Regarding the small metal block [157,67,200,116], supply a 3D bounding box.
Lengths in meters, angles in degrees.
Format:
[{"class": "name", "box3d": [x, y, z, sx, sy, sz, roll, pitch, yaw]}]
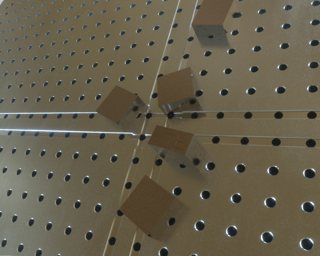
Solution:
[{"class": "small metal block", "box3d": [0.025, -0.050, 0.425, 0.050, 0.025, 0.050, -16, 55, 19]}]

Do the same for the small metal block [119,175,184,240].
[{"class": "small metal block", "box3d": [-0.010, 0.091, 0.357, 0.050, 0.025, 0.050, 30, 78, 37]}]

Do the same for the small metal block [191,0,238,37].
[{"class": "small metal block", "box3d": [0.083, -0.165, 0.465, 0.050, 0.025, 0.050, 13, 68, 33]}]

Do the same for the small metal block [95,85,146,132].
[{"class": "small metal block", "box3d": [-0.058, -0.029, 0.455, 0.050, 0.025, 0.050, 29, 77, 37]}]

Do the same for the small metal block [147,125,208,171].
[{"class": "small metal block", "box3d": [0.022, 0.024, 0.365, 0.050, 0.050, 0.025, 14, 69, 33]}]
